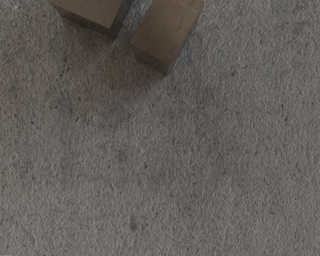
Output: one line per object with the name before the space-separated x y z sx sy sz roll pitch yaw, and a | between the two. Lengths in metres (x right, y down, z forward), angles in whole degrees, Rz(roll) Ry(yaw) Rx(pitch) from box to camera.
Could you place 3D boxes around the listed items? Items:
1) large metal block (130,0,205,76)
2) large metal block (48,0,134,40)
large metal block | 0.008 -0.117 0.382 0.050 0.080 0.080 29 90 0
large metal block | -0.081 -0.172 0.397 0.080 0.050 0.080 24 90 0
